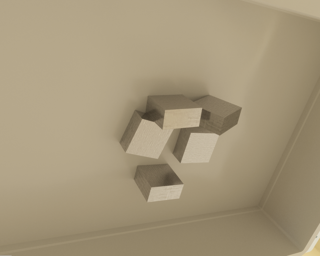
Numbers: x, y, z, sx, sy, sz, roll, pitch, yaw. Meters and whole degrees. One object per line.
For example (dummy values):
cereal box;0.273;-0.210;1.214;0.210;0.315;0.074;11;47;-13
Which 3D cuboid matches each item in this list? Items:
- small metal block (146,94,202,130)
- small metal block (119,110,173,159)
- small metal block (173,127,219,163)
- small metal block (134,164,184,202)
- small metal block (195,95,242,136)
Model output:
small metal block;0.016;-0.021;0.387;0.050;0.050;0.025;-5;117;-26
small metal block;-0.017;0.009;0.405;0.050;0.025;0.050;15;111;-34
small metal block;0.052;0.023;0.451;0.050;0.025;0.050;2;118;-30
small metal block;-0.003;0.076;0.438;0.050;0.050;0.025;0;118;-29
small metal block;0.072;-0.018;0.409;0.050;0.050;0.025;-26;134;-47
